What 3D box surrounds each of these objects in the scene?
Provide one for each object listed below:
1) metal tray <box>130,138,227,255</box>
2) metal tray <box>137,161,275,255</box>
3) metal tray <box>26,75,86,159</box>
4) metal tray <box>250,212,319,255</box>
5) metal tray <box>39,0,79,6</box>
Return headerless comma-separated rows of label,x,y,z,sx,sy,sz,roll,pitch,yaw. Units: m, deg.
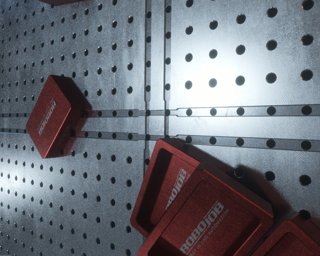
metal tray,0.018,0.088,0.388,0.090,0.030,0.129,29,108,35
metal tray,0.046,0.112,0.334,0.090,0.030,0.129,35,107,7
metal tray,-0.192,-0.019,0.561,0.090,0.030,0.129,50,119,28
metal tray,0.125,0.160,0.302,0.090,0.030,0.129,45,117,30
metal tray,-0.175,-0.291,0.546,0.090,0.030,0.129,10,97,39
